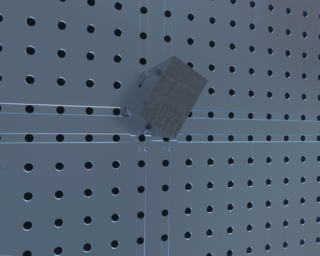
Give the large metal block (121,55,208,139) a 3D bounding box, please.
[{"bbox_3d":[0.003,-0.035,0.385,0.050,0.080,0.080,33,79,-17],"label":"large metal block"}]
